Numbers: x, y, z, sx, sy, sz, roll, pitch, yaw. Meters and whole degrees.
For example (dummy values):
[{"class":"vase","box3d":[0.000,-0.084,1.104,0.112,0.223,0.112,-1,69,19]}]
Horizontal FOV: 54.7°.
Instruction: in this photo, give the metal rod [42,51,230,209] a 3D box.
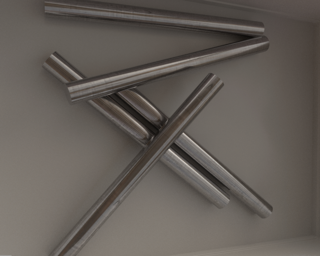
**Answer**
[{"class":"metal rod","box3d":[-0.019,0.012,0.404,0.300,0.025,0.025,40,77,-16]}]

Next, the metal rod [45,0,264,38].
[{"class":"metal rod","box3d":[0.007,-0.145,0.413,0.303,0.025,0.025,-1,91,-21]}]

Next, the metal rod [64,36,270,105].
[{"class":"metal rod","box3d":[0.027,-0.082,0.404,0.302,0.025,0.025,-19,97,-25]}]

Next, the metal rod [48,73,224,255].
[{"class":"metal rod","box3d":[-0.027,0.050,0.379,0.025,0.025,0.300,43,84,-16]}]

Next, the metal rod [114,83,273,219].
[{"class":"metal rod","box3d":[0.051,0.034,0.430,0.300,0.025,0.025,40,77,-16]}]
